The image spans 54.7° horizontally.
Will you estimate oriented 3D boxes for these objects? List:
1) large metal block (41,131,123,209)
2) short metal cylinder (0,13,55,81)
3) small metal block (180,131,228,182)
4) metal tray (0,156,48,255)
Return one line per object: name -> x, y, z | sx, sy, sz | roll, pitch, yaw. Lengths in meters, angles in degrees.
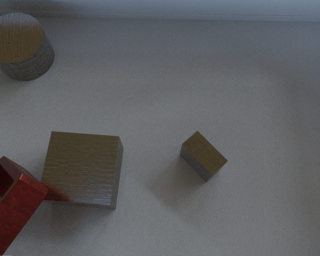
large metal block -> -0.092, 0.052, 0.376 | 0.081, 0.050, 0.080 | 4, 70, 1
short metal cylinder -> -0.197, -0.113, 0.435 | 0.081, 0.050, 0.080 | 0, 70, 0
small metal block -> 0.052, 0.037, 0.384 | 0.025, 0.050, 0.050 | -41, 75, -13
metal tray -> -0.174, 0.083, 0.327 | 0.030, 0.130, 0.090 | 43, 70, -29
